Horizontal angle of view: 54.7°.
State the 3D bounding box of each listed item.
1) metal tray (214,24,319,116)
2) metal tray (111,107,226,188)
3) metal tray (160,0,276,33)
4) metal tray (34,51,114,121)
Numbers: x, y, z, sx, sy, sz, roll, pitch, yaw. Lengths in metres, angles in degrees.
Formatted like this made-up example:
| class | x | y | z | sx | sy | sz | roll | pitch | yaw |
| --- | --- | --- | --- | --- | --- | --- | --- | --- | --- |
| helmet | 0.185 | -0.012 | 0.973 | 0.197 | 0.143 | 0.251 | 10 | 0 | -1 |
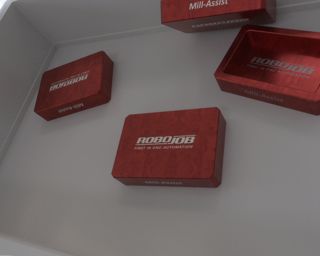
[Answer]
| class | x | y | z | sx | sy | sz | roll | pitch | yaw |
| --- | --- | --- | --- | --- | --- | --- | --- | --- | --- |
| metal tray | 0.143 | -0.075 | 0.372 | 0.130 | 0.030 | 0.090 | 22 | 73 | 36 |
| metal tray | 0.011 | 0.024 | 0.382 | 0.130 | 0.030 | 0.090 | -4 | 60 | 26 |
| metal tray | 0.078 | -0.152 | 0.405 | 0.130 | 0.090 | 0.030 | 2 | 98 | 27 |
| metal tray | -0.144 | -0.070 | 0.522 | 0.130 | 0.030 | 0.090 | -14 | 56 | 20 |
